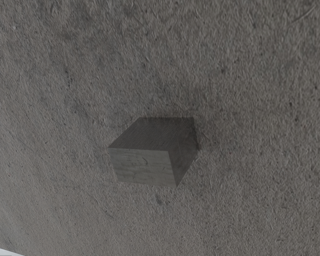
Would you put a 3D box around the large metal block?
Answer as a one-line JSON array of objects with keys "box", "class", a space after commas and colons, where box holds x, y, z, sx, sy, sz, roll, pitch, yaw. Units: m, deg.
[{"box": [-0.005, 0.027, 0.391, 0.080, 0.080, 0.050, 1, 119, 28], "class": "large metal block"}]
